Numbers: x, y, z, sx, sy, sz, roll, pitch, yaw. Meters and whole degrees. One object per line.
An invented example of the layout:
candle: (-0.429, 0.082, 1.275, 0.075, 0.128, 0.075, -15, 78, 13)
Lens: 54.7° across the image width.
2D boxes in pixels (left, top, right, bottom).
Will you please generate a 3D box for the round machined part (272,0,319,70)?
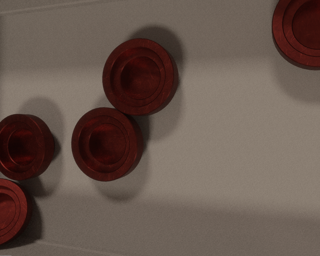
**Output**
round machined part: (0.175, -0.112, 0.340, 0.098, 0.042, 0.097, 0, 90, 19)

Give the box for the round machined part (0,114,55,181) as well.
round machined part: (-0.201, 0.028, 0.471, 0.098, 0.042, 0.097, 0, 90, 19)

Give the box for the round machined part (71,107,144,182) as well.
round machined part: (-0.068, 0.021, 0.424, 0.098, 0.042, 0.097, 0, 90, 19)

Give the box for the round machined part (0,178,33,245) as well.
round machined part: (-0.244, 0.128, 0.472, 0.099, 0.042, 0.098, 1, 73, -3)

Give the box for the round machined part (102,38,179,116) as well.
round machined part: (-0.022, -0.064, 0.408, 0.098, 0.042, 0.097, 0, 90, 19)
